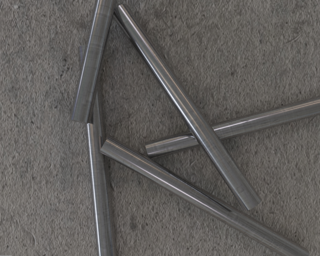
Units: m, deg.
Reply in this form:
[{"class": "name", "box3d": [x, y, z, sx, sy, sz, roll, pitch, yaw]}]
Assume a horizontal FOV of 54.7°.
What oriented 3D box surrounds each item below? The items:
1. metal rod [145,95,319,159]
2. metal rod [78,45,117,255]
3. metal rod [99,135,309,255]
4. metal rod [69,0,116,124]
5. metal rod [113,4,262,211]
[{"class": "metal rod", "box3d": [0.129, -0.008, 0.410, 0.302, 0.025, 0.025, -15, 90, 0]}, {"class": "metal rod", "box3d": [-0.082, 0.042, 0.409, 0.025, 0.025, 0.298, -5, 90, 0]}, {"class": "metal rod", "box3d": [0.060, 0.096, 0.401, 0.301, 0.025, 0.025, 30, 90, -4]}, {"class": "metal rod", "box3d": [-0.070, -0.153, 0.393, 0.025, 0.025, 0.299, 11, 84, 0]}, {"class": "metal rod", "box3d": [0.029, -0.031, 0.390, 0.025, 0.025, 0.299, -34, 83, 0]}]
